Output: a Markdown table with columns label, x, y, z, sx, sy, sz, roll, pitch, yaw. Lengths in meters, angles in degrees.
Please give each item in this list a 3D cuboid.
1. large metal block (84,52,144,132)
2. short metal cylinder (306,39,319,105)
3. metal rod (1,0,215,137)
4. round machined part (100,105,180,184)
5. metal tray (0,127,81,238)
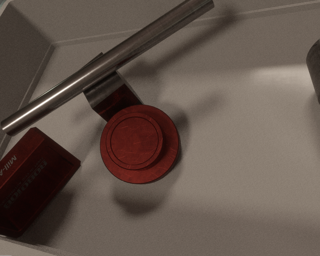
| label | x | y | z | sx | sy | sz | roll | pitch | yaw |
| --- | --- | --- | --- | --- | --- | --- | --- | --- | --- |
| large metal block | -0.064 | -0.045 | 0.430 | 0.050 | 0.080 | 0.080 | -38 | 51 | 2 |
| short metal cylinder | 0.193 | -0.058 | 0.305 | 0.080 | 0.080 | 0.050 | -13 | 57 | 21 |
| metal rod | -0.070 | -0.077 | 0.384 | 0.300 | 0.025 | 0.025 | -31 | 52 | 7 |
| round machined part | -0.026 | 0.018 | 0.374 | 0.098 | 0.042 | 0.098 | -2 | 78 | 9 |
| metal tray | -0.173 | 0.073 | 0.400 | 0.030 | 0.090 | 0.130 | 30 | 74 | 29 |
